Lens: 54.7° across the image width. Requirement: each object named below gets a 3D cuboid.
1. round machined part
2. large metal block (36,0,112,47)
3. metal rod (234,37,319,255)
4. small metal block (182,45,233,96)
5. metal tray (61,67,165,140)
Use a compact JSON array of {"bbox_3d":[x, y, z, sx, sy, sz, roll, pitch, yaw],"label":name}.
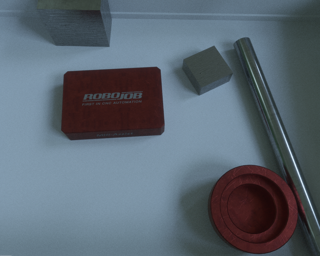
[{"bbox_3d":[0.106,0.096,0.367,0.099,0.042,0.098,0,70,-1],"label":"round machined part"},{"bbox_3d":[-0.116,-0.160,0.437,0.081,0.080,0.050,1,70,0],"label":"large metal block"},{"bbox_3d":[0.155,0.011,0.407,0.025,0.025,0.299,-12,71,-5],"label":"metal rod"},{"bbox_3d":[0.067,-0.082,0.440,0.050,0.025,0.050,-26,72,-10],"label":"small metal block"},{"bbox_3d":[-0.062,-0.034,0.419,0.131,0.030,0.090,-3,70,-2],"label":"metal tray"}]
